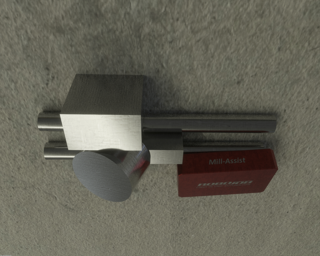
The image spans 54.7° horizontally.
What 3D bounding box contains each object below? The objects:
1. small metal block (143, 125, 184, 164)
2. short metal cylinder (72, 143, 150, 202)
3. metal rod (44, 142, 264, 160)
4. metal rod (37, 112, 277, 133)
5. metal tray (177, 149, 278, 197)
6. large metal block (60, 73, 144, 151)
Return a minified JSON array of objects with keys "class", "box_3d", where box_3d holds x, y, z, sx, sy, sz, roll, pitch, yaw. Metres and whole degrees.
[{"class":"small metal block","box_3d":[0.004,0.021,0.409,0.050,0.050,0.025,1,130,-1]},{"class":"short metal cylinder","box_3d":[-0.059,0.045,0.383,0.080,0.050,0.079,15,131,18]},{"class":"metal rod","box_3d":[-0.008,0.032,0.436,0.302,0.025,0.025,0,130,-1]},{"class":"metal rod","box_3d":[-0.003,-0.007,0.403,0.302,0.025,0.025,1,130,-1]},{"class":"metal tray","box_3d":[0.091,0.067,0.445,0.131,0.030,0.090,-4,148,1]},{"class":"large metal block","box_3d":[-0.060,-0.020,0.355,0.081,0.080,0.050,1,130,-1]}]
